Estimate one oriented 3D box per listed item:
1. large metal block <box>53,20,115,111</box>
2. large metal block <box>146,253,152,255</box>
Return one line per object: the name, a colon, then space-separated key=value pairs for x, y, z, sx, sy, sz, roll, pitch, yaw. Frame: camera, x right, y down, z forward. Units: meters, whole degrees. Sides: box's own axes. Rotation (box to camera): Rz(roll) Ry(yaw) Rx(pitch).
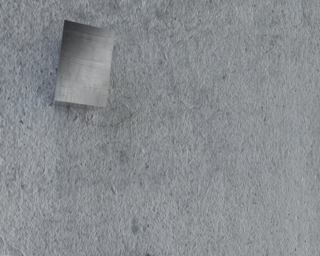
large metal block: x=-0.088 y=-0.064 z=0.347 sx=0.050 sy=0.080 sz=0.080 roll=7 pitch=88 yaw=-20
large metal block: x=-0.008 y=0.215 z=0.377 sx=0.050 sy=0.080 sz=0.080 roll=42 pitch=77 yaw=-16
